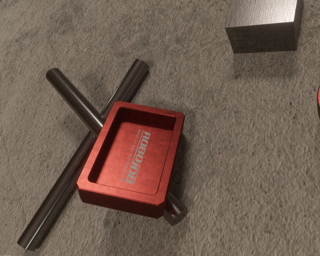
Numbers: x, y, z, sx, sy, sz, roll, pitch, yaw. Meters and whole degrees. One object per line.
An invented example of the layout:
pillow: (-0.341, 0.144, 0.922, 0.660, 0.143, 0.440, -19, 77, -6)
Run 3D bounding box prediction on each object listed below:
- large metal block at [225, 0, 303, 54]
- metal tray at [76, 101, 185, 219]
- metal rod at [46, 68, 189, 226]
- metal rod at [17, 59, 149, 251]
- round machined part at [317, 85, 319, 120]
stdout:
large metal block: (0.138, -0.147, 0.405, 0.080, 0.050, 0.080, 5, 64, 30)
metal tray: (-0.027, 0.029, 0.352, 0.090, 0.030, 0.130, 11, 48, 6)
metal rod: (-0.072, 0.007, 0.408, 0.025, 0.025, 0.300, -45, 60, -3)
metal rod: (-0.100, 0.027, 0.437, 0.025, 0.025, 0.300, 19, 72, 35)
round machined part: (0.206, -0.021, 0.298, 0.098, 0.042, 0.098, -13, 56, 20)
